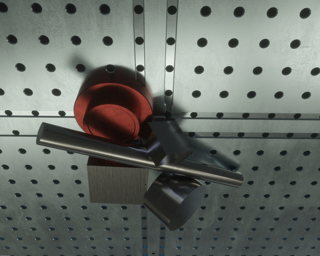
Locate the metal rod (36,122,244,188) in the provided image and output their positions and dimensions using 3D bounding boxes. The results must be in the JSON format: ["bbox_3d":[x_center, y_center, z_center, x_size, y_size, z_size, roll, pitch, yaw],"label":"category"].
[{"bbox_3d":[-0.003,0.043,0.406,0.302,0.025,0.025,17,129,-31],"label":"metal rod"}]

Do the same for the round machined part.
[{"bbox_3d":[-0.058,-0.015,0.387,0.099,0.042,0.097,-1,130,0],"label":"round machined part"}]

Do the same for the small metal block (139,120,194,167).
[{"bbox_3d":[0.008,0.018,0.398,0.050,0.050,0.025,-5,145,-44],"label":"small metal block"}]

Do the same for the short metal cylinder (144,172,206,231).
[{"bbox_3d":[0.023,0.102,0.454,0.080,0.050,0.080,-36,145,-29],"label":"short metal cylinder"}]

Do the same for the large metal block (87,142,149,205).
[{"bbox_3d":[-0.058,0.065,0.446,0.081,0.050,0.079,4,130,-4],"label":"large metal block"}]
